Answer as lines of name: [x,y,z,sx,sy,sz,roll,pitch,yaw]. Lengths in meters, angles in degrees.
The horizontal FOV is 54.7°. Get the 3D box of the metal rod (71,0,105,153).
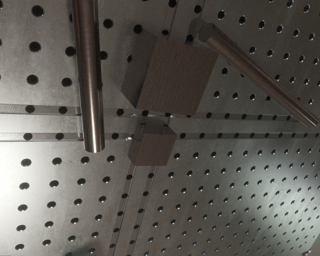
metal rod: [-0.073,-0.105,0.306,0.025,0.025,0.298,-11,123,-23]

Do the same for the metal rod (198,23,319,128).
metal rod: [0.164,-0.064,0.463,0.301,0.025,0.025,26,104,-38]

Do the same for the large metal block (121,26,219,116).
large metal block: [0.010,-0.064,0.362,0.081,0.050,0.079,5,116,-31]

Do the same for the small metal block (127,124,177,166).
small metal block: [-0.011,0.024,0.422,0.050,0.025,0.050,4,117,-31]
